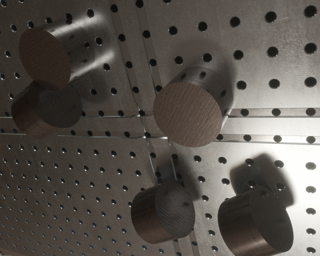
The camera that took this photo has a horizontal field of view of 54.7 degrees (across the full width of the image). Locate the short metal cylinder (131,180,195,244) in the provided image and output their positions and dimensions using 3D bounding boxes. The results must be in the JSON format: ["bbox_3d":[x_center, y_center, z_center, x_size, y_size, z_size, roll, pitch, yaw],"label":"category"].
[{"bbox_3d":[0.005,0.121,0.447,0.050,0.080,0.080,-30,102,37],"label":"short metal cylinder"}]

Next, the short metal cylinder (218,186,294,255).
[{"bbox_3d":[0.119,0.119,0.386,0.080,0.080,0.050,47,129,-5],"label":"short metal cylinder"}]

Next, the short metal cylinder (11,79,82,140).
[{"bbox_3d":[-0.160,-0.028,0.440,0.050,0.080,0.080,-26,104,37],"label":"short metal cylinder"}]

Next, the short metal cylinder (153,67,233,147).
[{"bbox_3d":[0.039,-0.025,0.358,0.080,0.050,0.079,13,124,20],"label":"short metal cylinder"}]

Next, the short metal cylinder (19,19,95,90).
[{"bbox_3d":[-0.133,-0.096,0.404,0.080,0.050,0.079,13,124,20],"label":"short metal cylinder"}]
